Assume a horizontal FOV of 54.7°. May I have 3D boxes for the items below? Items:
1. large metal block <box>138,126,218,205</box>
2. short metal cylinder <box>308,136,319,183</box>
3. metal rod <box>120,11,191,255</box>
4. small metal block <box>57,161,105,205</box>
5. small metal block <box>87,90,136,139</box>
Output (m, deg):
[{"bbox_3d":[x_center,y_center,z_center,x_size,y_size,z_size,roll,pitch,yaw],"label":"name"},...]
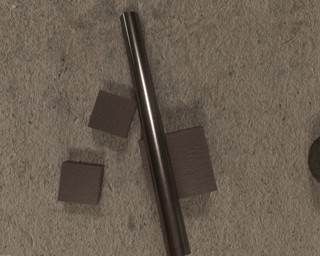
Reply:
[{"bbox_3d":[0.021,0.045,0.398,0.080,0.050,0.080,-13,90,-1],"label":"large metal block"},{"bbox_3d":[0.244,0.043,0.401,0.081,0.050,0.079,0,90,-1],"label":"short metal cylinder"},{"bbox_3d":[-0.010,-0.007,0.365,0.025,0.025,0.299,-12,72,0],"label":"metal rod"},{"bbox_3d":[-0.103,0.072,0.409,0.050,0.025,0.050,7,90,-1],"label":"small metal block"},{"bbox_3d":[-0.061,-0.018,0.409,0.050,0.025,0.050,18,90,-1],"label":"small metal block"}]
